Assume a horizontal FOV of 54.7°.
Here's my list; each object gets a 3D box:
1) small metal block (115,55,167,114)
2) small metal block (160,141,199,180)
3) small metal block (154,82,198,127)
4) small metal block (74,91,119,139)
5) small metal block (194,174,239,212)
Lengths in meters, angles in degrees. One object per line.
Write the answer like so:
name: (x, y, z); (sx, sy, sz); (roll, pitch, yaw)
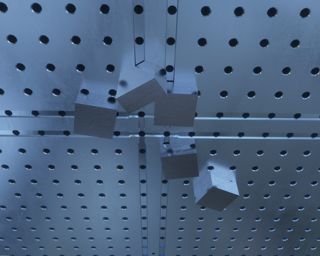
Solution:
small metal block: (-0.020, -0.050, 0.353); (0.050, 0.050, 0.025); (-25, 126, 19)
small metal block: (0.029, 0.048, 0.453); (0.050, 0.025, 0.050); (-7, 130, 5)
small metal block: (0.019, -0.029, 0.387); (0.050, 0.025, 0.050); (2, 130, -2)
small metal block: (-0.082, -0.016, 0.397); (0.050, 0.025, 0.050); (9, 130, -8)
small metal block: (0.091, 0.107, 0.504); (0.050, 0.025, 0.050); (21, 127, -18)
